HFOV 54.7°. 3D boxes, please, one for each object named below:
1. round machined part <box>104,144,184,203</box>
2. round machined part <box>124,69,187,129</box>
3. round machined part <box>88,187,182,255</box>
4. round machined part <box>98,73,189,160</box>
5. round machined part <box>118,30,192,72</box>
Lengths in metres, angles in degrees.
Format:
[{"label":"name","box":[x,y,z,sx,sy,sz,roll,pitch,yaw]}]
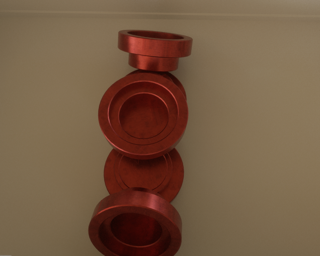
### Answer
[{"label":"round machined part","box":[-0.020,0.053,0.379,0.099,0.042,0.098,0,70,-1]},{"label":"round machined part","box":[-0.014,-0.039,0.413,0.099,0.042,0.098,0,70,-1]},{"label":"round machined part","box":[-0.025,0.104,0.341,0.099,0.097,0.042,6,33,2]},{"label":"round machined part","box":[-0.018,-0.011,0.357,0.099,0.042,0.098,0,70,-1]},{"label":"round machined part","box":[-0.008,-0.104,0.417,0.099,0.098,0.042,7,113,2]}]
